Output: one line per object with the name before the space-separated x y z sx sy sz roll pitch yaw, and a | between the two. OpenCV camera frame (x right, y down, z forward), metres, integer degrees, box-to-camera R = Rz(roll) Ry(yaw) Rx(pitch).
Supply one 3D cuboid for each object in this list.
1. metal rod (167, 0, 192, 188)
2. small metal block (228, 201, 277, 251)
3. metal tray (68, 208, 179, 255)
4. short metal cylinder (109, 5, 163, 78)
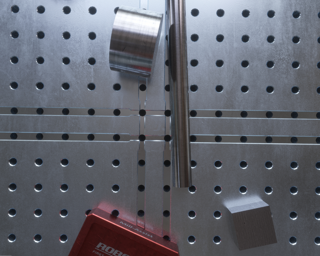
metal rod | 0.025 -0.072 0.413 0.025 0.025 0.298 -2 90 -1
small metal block | 0.123 0.130 0.415 0.050 0.025 0.050 -12 90 -1
metal tray | -0.051 0.175 0.410 0.131 0.030 0.090 25 90 -1
short metal cylinder | -0.028 -0.106 0.385 0.050 0.080 0.080 12 90 0
